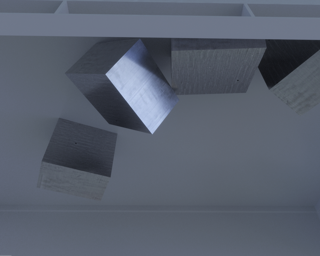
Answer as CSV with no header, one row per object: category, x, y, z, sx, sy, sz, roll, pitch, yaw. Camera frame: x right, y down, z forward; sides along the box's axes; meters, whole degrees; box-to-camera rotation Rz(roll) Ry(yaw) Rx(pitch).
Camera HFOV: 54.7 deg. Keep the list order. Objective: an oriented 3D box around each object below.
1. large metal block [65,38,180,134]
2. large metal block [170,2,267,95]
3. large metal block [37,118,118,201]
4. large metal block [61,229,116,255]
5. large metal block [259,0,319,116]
large metal block,-0.040,-0.044,0.328,0.080,0.050,0.080,12,147,47
large metal block,0.051,-0.075,0.309,0.080,0.050,0.080,-2,158,1
large metal block,-0.106,0.040,0.406,0.081,0.080,0.050,16,128,-13
large metal block,-0.135,0.242,0.600,0.080,0.050,0.080,-5,130,4
large metal block,0.147,-0.073,0.312,0.050,0.080,0.080,32,123,-24
